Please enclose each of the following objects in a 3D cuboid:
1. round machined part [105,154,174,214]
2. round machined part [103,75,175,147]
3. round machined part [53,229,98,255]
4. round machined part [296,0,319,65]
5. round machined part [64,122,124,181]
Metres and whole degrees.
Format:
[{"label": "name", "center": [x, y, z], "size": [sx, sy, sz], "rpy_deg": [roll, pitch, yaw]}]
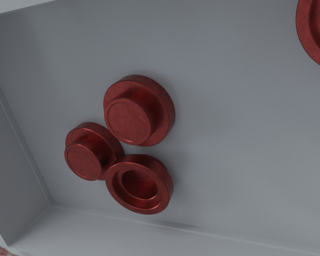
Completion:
[{"label": "round machined part", "center": [-0.027, 0.077, 0.456], "size": [0.098, 0.042, 0.097], "rpy_deg": [10, 125, 16]}, {"label": "round machined part", "center": [-0.033, -0.016, 0.405], "size": [0.098, 0.042, 0.097], "rpy_deg": [13, 124, 21]}, {"label": "round machined part", "center": [-0.168, 0.249, 0.643], "size": [0.098, 0.042, 0.097], "rpy_deg": [13, 124, 21]}, {"label": "round machined part", "center": [0.165, -0.093, 0.244], "size": [0.098, 0.042, 0.097], "rpy_deg": [22, 128, 32]}, {"label": "round machined part", "center": [-0.108, 0.043, 0.481], "size": [0.098, 0.042, 0.097], "rpy_deg": [13, 124, 21]}]
